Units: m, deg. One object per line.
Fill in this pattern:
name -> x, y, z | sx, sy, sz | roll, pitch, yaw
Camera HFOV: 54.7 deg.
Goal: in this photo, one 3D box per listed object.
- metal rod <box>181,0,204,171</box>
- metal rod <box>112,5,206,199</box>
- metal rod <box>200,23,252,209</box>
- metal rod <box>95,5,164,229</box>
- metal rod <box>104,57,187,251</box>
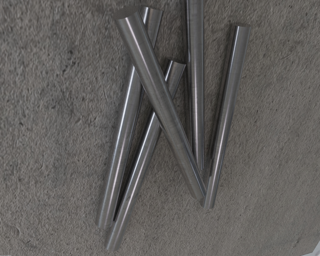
metal rod -> 0.043, -0.065, 0.389 | 0.025, 0.025, 0.298 | -18, 126, -18
metal rod -> 0.014, -0.003, 0.379 | 0.025, 0.025, 0.299 | -31, 132, -8
metal rod -> 0.091, 0.001, 0.456 | 0.025, 0.025, 0.298 | -10, 123, -23
metal rod -> -0.044, 0.005, 0.385 | 0.025, 0.025, 0.298 | 1, 118, -29
metal rod -> -0.027, 0.050, 0.422 | 0.025, 0.025, 0.298 | 6, 116, -31
